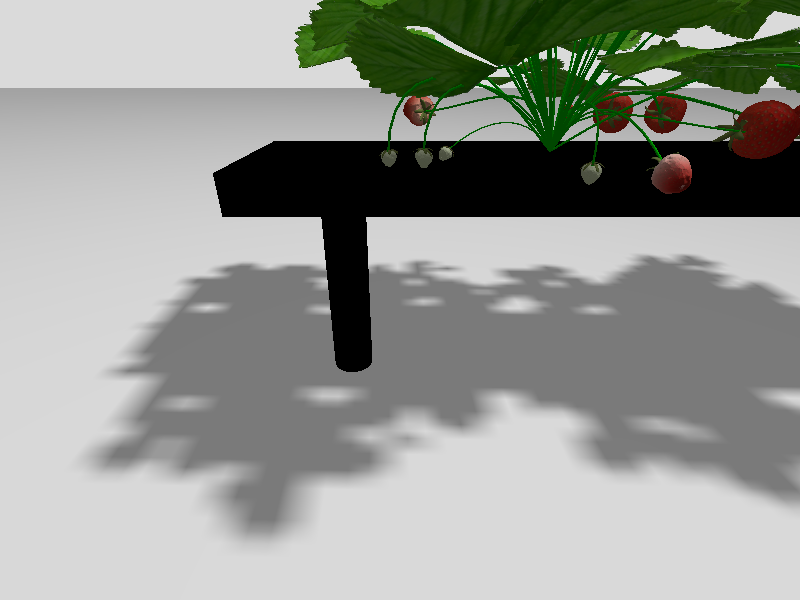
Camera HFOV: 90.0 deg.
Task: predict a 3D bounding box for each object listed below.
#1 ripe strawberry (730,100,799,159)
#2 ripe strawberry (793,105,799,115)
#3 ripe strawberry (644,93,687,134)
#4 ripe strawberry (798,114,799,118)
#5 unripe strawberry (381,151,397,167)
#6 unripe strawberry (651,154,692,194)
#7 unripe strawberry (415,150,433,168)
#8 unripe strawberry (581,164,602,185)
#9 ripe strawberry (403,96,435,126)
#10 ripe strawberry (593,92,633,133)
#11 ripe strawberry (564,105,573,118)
[{"bbox_3d":[0.281,-0.130,0.306,0.042,0.041,0.039,4,30,6],"label":"ripe strawberry"},{"bbox_3d":[0.478,-0.218,0.473,0.030,0.032,0.033,-16,14,-26],"label":"ripe strawberry"},{"bbox_3d":[0.296,-0.207,0.444,0.041,0.040,0.038,-21,35,-34],"label":"ripe strawberry"},{"bbox_3d":[0.389,-0.165,0.371,0.035,0.035,0.038,8,30,14],"label":"ripe strawberry"},{"bbox_3d":[-0.007,-0.089,0.251,0.010,0.010,0.009,-18,34,-29],"label":"unripe strawberry"},{"bbox_3d":[0.140,-0.063,0.205,0.017,0.019,0.020,-3,-41,-5],"label":"unripe strawberry"},{"bbox_3d":[0.015,-0.087,0.247,0.010,0.011,0.011,-22,36,-34],"label":"unripe strawberry"},{"bbox_3d":[0.108,-0.071,0.227,0.011,0.011,0.011,4,30,7],"label":"unripe strawberry"},{"bbox_3d":[0.022,-0.231,0.488,0.038,0.035,0.035,-15,32,-25],"label":"ripe strawberry"},{"bbox_3d":[0.239,-0.209,0.447,0.039,0.041,0.042,22,35,33],"label":"ripe strawberry"},{"bbox_3d":[0.212,-0.237,0.511,0.021,0.024,0.023,11,15,19],"label":"ripe strawberry"}]
